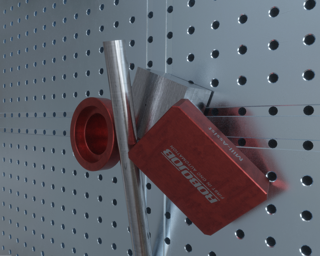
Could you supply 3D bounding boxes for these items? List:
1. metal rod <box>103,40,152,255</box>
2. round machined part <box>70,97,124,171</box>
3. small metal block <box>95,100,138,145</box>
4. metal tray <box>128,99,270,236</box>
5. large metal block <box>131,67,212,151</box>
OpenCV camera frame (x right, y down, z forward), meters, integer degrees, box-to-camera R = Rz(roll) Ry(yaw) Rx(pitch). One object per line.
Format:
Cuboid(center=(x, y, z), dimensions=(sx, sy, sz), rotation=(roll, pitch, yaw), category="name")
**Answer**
Cuboid(center=(-0.036, 0.046, 0.382), dimensions=(0.025, 0.025, 0.298), rotation=(8, 111, 39), category="metal rod")
Cuboid(center=(-0.077, 0.008, 0.422), dimensions=(0.098, 0.042, 0.097), rotation=(1, 91, 43), category="round machined part")
Cuboid(center=(-0.065, -0.007, 0.459), dimensions=(0.050, 0.025, 0.050), rotation=(-28, 73, 36), category="small metal block")
Cuboid(center=(0.040, 0.044, 0.336), dimensions=(0.130, 0.030, 0.090), rotation=(45, 121, 2), category="metal tray")
Cuboid(center=(0.005, -0.023, 0.384), dimensions=(0.080, 0.050, 0.079), rotation=(29, 108, 36), category="large metal block")
